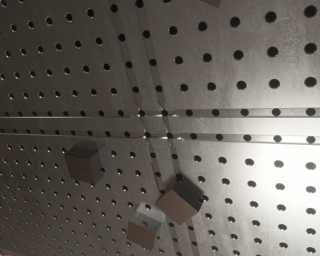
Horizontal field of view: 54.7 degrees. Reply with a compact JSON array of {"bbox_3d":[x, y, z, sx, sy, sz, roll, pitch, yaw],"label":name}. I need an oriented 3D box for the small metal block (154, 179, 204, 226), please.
[{"bbox_3d":[0.028,0.112,0.464,0.050,0.025,0.050,41,129,0],"label":"small metal block"}]

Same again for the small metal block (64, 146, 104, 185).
[{"bbox_3d":[-0.126,0.062,0.513,0.050,0.025,0.050,8,122,23],"label":"small metal block"}]

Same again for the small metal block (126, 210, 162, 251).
[{"bbox_3d":[-0.028,0.178,0.534,0.050,0.025,0.050,21,126,15],"label":"small metal block"}]

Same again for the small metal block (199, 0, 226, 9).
[{"bbox_3d":[0.046,-0.150,0.294,0.050,0.025,0.050,28,128,9],"label":"small metal block"}]
